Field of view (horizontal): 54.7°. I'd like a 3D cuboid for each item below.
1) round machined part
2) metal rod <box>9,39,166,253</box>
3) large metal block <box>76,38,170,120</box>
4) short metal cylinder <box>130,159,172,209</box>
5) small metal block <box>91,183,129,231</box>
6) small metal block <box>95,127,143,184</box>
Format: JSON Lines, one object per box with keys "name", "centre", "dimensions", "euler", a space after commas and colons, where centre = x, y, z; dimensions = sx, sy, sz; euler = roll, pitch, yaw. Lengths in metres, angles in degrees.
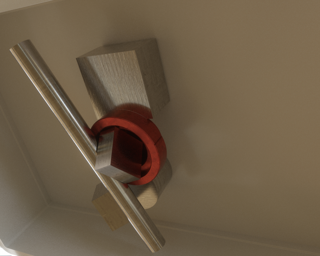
{"name": "round machined part", "centre": [-0.036, 0.020, 0.388], "dimensions": [0.098, 0.042, 0.097], "euler": [13, 124, 20]}
{"name": "metal rod", "centre": [-0.079, 0.033, 0.377], "dimensions": [0.025, 0.025, 0.299], "euler": [-21, 108, 35]}
{"name": "large metal block", "centre": [-0.042, -0.057, 0.374], "dimensions": [0.080, 0.050, 0.080], "euler": [0, 119, 28]}
{"name": "short metal cylinder", "centre": [-0.029, 0.070, 0.449], "dimensions": [0.080, 0.050, 0.079], "euler": [13, 124, 20]}
{"name": "small metal block", "centre": [-0.065, 0.101, 0.418], "dimensions": [0.025, 0.050, 0.050], "euler": [-30, 104, 3]}
{"name": "small metal block", "centre": [-0.048, 0.033, 0.373], "dimensions": [0.025, 0.050, 0.050], "euler": [-21, 142, 32]}
